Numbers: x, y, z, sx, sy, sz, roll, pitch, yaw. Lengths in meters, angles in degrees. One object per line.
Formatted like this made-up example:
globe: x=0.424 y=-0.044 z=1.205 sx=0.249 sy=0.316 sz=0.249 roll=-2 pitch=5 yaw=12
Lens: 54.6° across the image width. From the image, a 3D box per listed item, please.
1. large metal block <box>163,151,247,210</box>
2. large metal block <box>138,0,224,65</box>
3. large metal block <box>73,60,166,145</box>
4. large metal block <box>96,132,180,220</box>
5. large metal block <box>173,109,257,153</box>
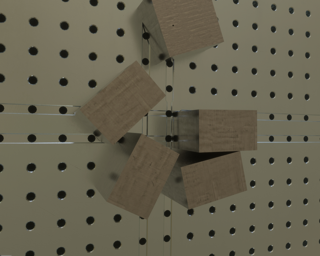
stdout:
large metal block: x=0.052 y=0.060 z=0.402 sx=0.081 sy=0.080 sz=0.050 roll=-13 pitch=95 yaw=-20
large metal block: x=0.027 y=-0.137 z=0.409 sx=0.081 sy=0.050 sz=0.080 roll=-20 pitch=97 yaw=-19
large metal block: x=-0.051 y=-0.027 z=0.364 sx=0.080 sy=0.080 sz=0.050 roll=-44 pitch=104 yaw=-14
large metal block: x=-0.030 y=0.052 z=0.372 sx=0.050 sy=0.080 sz=0.080 roll=30 pitch=80 yaw=-18
large metal block: x=0.069 y=0.003 z=0.409 sx=0.081 sy=0.080 sz=0.050 roll=-1 pitch=90 yaw=-20
